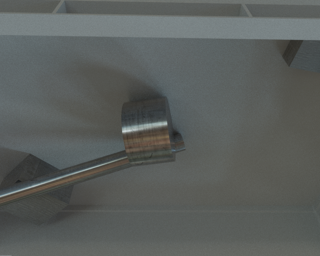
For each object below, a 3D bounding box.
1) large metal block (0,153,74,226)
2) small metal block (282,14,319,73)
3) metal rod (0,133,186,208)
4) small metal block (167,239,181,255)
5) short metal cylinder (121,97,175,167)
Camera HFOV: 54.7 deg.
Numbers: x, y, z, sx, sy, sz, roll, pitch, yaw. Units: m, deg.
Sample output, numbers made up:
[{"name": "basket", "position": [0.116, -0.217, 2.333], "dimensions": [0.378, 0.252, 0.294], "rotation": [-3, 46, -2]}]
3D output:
[{"name": "large metal block", "position": [-0.191, 0.096, 0.472], "dimensions": [0.080, 0.050, 0.080], "rotation": [-37, 121, 27]}, {"name": "small metal block", "position": [0.171, -0.089, 0.336], "dimensions": [0.050, 0.025, 0.050], "rotation": [8, 130, -8]}, {"name": "metal rod", "position": [-0.113, 0.063, 0.416], "dimensions": [0.302, 0.025, 0.025], "rotation": [-17, 130, -4]}, {"name": "small metal block", "position": [0.029, 0.258, 0.616], "dimensions": [0.025, 0.050, 0.050], "rotation": [-5, 130, 4]}, {"name": "short metal cylinder", "position": [-0.012, 0.004, 0.377], "dimensions": [0.050, 0.080, 0.080], "rotation": [-8, 130, 6]}]
